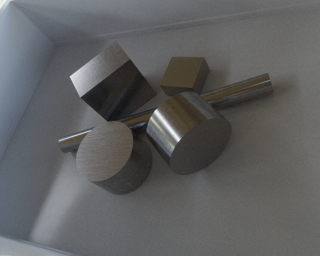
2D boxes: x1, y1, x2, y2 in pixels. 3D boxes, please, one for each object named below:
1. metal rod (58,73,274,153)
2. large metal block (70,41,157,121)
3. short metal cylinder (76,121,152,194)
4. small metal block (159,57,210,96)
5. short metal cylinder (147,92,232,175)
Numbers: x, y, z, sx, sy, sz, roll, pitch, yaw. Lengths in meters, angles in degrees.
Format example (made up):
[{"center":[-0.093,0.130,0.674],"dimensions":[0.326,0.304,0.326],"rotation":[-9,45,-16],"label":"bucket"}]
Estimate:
[{"center":[-0.006,-0.014,0.415],"dimensions":[0.301,0.025,0.025],"rotation":[-16,55,18],"label":"metal rod"},{"center":[-0.064,-0.060,0.438],"dimensions":[0.080,0.080,0.050],"rotation":[-37,51,3],"label":"large metal block"},{"center":[-0.057,0.038,0.392],"dimensions":[0.080,0.050,0.080],"rotation":[-13,56,20],"label":"short metal cylinder"},{"center":[0.034,-0.070,0.428],"dimensions":[0.050,0.025,0.050],"rotation":[9,66,31],"label":"small metal block"},{"center":[0.032,0.006,0.347],"dimensions":[0.080,0.080,0.050],"rotation":[-40,51,0],"label":"short metal cylinder"}]
